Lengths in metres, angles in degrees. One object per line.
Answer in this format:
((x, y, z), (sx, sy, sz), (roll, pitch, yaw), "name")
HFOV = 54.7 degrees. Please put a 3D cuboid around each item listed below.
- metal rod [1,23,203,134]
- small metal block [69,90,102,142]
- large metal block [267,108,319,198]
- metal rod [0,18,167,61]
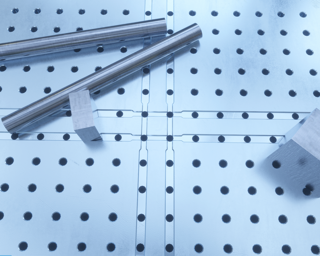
((-0.073, -0.074, 0.438), (0.302, 0.025, 0.025), (-29, 73, -10), "metal rod")
((-0.096, -0.014, 0.403), (0.025, 0.050, 0.050), (-12, 71, -4), "small metal block")
((0.190, 0.033, 0.372), (0.080, 0.080, 0.050), (40, 75, 13), "large metal block")
((-0.140, -0.127, 0.456), (0.302, 0.025, 0.025), (-10, 71, -4), "metal rod")
